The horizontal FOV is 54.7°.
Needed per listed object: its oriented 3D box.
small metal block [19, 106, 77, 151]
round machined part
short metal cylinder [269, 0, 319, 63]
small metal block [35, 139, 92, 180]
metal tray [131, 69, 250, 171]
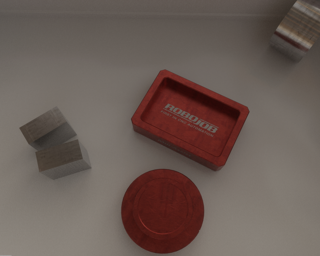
[{"bbox_3d":[-0.140,0.004,0.393,0.050,0.050,0.025,-33,74,-12],"label":"small metal block"},{"bbox_3d":[0.003,0.096,0.366,0.099,0.042,0.098,0,70,-1],"label":"round machined part"},{"bbox_3d":[0.198,-0.139,0.434,0.050,0.080,0.080,37,74,12],"label":"short metal cylinder"},{"bbox_3d":[-0.117,0.040,0.380,0.050,0.050,0.025,-17,71,-7],"label":"small metal block"},{"bbox_3d":[0.039,-0.012,0.411,0.130,0.030,0.090,26,72,9],"label":"metal tray"}]
